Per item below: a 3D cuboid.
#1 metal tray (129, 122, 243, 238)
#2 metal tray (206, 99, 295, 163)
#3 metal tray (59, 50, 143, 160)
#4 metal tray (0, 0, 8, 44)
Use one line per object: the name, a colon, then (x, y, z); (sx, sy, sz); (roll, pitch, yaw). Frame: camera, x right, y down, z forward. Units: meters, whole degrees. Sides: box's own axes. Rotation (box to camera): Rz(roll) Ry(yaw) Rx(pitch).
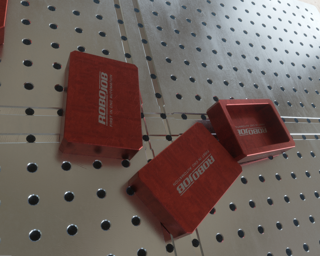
metal tray: (0.037, 0.060, 0.390); (0.090, 0.030, 0.131); (48, 51, 5)
metal tray: (0.141, 0.001, 0.474); (0.131, 0.030, 0.090); (-5, 64, -37)
metal tray: (-0.072, -0.030, 0.385); (0.091, 0.030, 0.130); (9, 58, -24)
metal tray: (-0.236, -0.168, 0.380); (0.091, 0.030, 0.130); (6, 59, -26)
